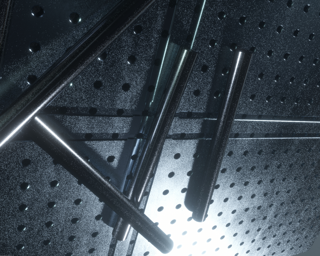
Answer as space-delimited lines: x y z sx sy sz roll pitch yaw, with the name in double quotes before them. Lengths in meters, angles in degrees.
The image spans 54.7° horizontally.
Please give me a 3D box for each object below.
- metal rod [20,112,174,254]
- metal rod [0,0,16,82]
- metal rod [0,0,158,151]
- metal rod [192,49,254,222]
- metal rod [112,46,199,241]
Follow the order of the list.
"metal rod" -0.067 0.086 0.405 0.025 0.025 0.300 -39 123 -2
"metal rod" -0.162 -0.052 0.290 0.025 0.025 0.298 9 114 -33
"metal rod" -0.110 -0.041 0.305 0.300 0.025 0.025 -45 130 -5
"metal rod" 0.090 0.028 0.479 0.025 0.025 0.298 -5 121 -26
"metal rod" -0.013 0.036 0.427 0.025 0.025 0.298 7 115 -32
